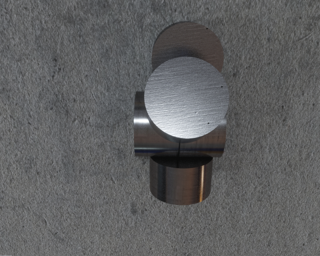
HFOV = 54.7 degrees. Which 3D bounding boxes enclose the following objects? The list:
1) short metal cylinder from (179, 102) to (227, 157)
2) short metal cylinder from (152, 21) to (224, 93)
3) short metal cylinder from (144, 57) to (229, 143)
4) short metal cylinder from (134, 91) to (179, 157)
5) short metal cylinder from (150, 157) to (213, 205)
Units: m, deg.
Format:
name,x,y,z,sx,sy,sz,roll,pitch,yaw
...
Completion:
name,x,y,z,sx,sy,sz,roll,pitch,yaw
short metal cylinder,0.048,-0.004,0.380,0.050,0.080,0.079,0,110,0
short metal cylinder,0.031,-0.084,0.368,0.081,0.050,0.079,0,110,-1
short metal cylinder,0.025,-0.026,0.318,0.081,0.050,0.080,0,82,-1
short metal cylinder,-0.004,-0.005,0.380,0.050,0.080,0.079,1,110,-1
short metal cylinder,0.027,0.056,0.403,0.081,0.080,0.050,0,110,-1
